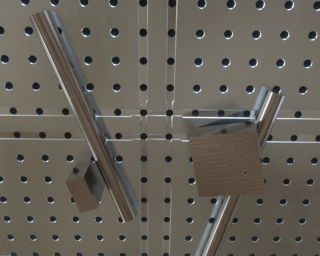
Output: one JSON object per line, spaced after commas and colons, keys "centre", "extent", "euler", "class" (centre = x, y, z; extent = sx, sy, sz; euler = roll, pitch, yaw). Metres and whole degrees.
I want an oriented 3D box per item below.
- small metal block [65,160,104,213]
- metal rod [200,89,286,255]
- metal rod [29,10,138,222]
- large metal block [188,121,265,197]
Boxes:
{"centre": [-0.102, 0.080, 0.428], "extent": [0.025, 0.050, 0.050], "euler": [-16, 109, 6], "class": "small metal block"}
{"centre": [0.110, 0.089, 0.447], "extent": [0.025, 0.025, 0.298], "euler": [14, 109, -6], "class": "metal rod"}
{"centre": [-0.093, -0.001, 0.411], "extent": [0.025, 0.025, 0.298], "euler": [-18, 109, 6], "class": "metal rod"}
{"centre": [0.088, 0.040, 0.399], "extent": [0.080, 0.050, 0.079], "euler": [-7, 102, 19], "class": "large metal block"}
